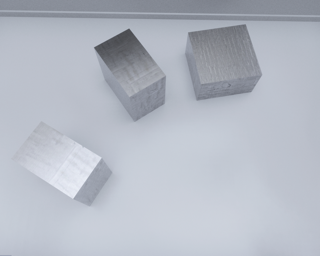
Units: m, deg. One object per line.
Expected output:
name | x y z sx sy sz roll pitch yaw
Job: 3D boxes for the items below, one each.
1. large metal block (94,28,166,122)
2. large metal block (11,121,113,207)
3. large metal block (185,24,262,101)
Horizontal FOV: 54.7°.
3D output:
large metal block | -0.036 -0.066 0.404 0.050 0.080 0.080 -33 74 -11
large metal block | -0.109 0.045 0.363 0.080 0.080 0.050 30 73 10
large metal block | 0.085 -0.090 0.430 0.081 0.050 0.080 -9 70 -4
